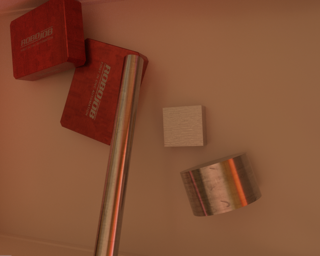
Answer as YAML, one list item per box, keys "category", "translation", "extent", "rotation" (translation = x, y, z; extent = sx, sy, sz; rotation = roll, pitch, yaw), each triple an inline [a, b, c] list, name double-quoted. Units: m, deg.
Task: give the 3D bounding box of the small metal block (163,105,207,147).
- category: "small metal block"
  translation: [0.032, -0.002, 0.398]
  extent: [0.050, 0.025, 0.050]
  rotation: [-3, 89, 19]

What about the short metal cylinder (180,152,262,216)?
- category: "short metal cylinder"
  translation: [0.069, 0.063, 0.357]
  extent: [0.080, 0.080, 0.050]
  rotation: [-20, 84, 18]

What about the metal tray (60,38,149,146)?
- category: "metal tray"
  translation: [-0.079, -0.050, 0.435]
  extent: [0.090, 0.030, 0.129]
  rotation: [20, 96, 18]

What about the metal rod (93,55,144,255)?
- category: "metal rod"
  translation: [-0.048, 0.055, 0.344]
  extent: [0.025, 0.025, 0.299]
  rotation: [0, 71, 19]

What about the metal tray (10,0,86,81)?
- category: "metal tray"
  translation: [-0.164, -0.124, 0.445]
  extent: [0.130, 0.030, 0.089]
  rotation: [-7, 87, 35]
